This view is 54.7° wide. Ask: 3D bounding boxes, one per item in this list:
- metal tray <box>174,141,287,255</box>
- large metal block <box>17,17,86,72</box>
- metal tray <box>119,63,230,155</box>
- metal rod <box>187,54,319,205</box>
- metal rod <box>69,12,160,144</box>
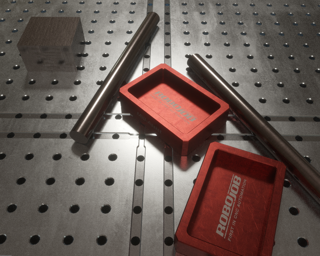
[{"bbox_3d":[0.079,0.083,0.335,0.090,0.030,0.130,18,52,14],"label":"metal tray"},{"bbox_3d":[-0.172,-0.137,0.504,0.081,0.050,0.080,0,50,0],"label":"large metal block"},{"bbox_3d":[0.018,-0.031,0.430,0.091,0.030,0.130,-37,59,-27],"label":"metal tray"},{"bbox_3d":[0.126,-0.008,0.416,0.025,0.025,0.300,-23,54,-18],"label":"metal rod"},{"bbox_3d":[-0.058,-0.097,0.488,0.025,0.025,0.300,14,51,11],"label":"metal rod"}]
